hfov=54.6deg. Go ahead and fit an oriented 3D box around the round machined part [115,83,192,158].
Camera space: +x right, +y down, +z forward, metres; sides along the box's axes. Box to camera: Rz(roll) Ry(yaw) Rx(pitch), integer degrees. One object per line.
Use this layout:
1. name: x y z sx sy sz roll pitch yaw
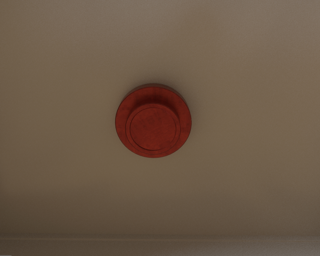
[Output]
1. round machined part: -0.008 -0.005 0.397 0.099 0.042 0.097 0 110 0
